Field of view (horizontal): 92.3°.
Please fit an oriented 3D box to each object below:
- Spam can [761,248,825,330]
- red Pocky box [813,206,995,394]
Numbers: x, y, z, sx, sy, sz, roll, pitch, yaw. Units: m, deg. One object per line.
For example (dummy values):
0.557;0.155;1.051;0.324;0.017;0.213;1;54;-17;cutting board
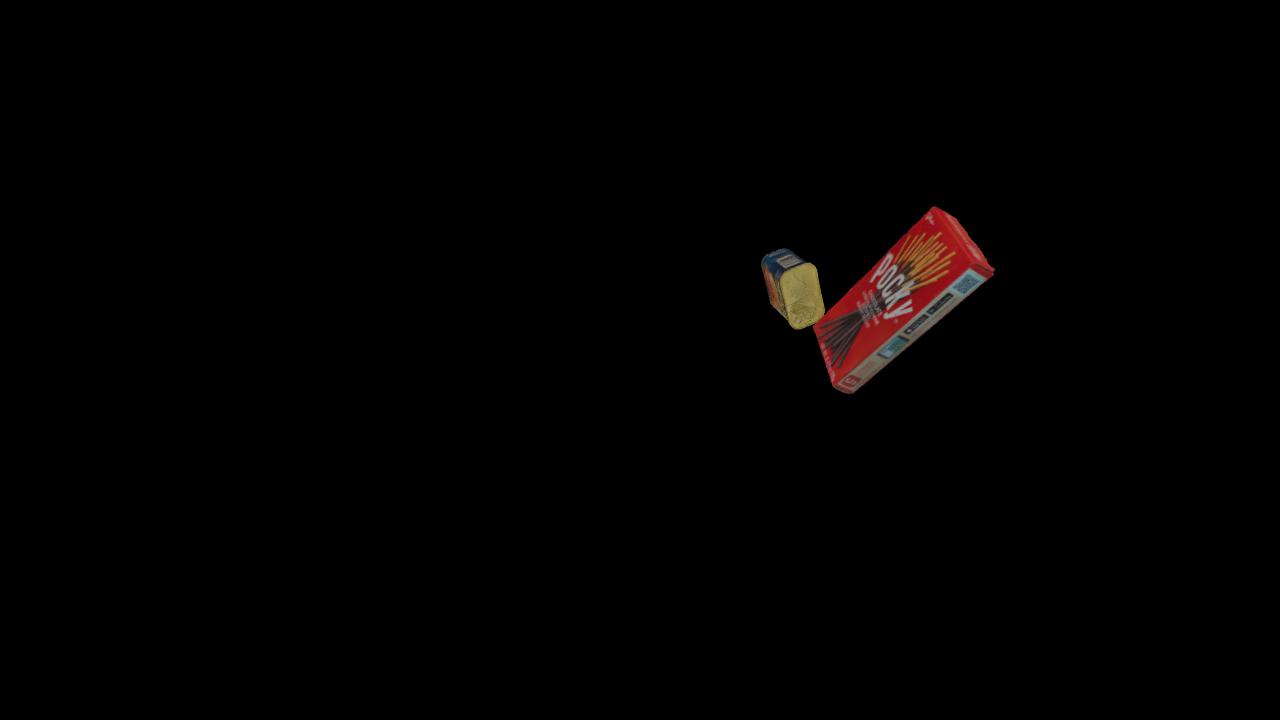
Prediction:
0.229;-0.110;0.929;0.058;0.101;0.085;-21;30;-1;Spam can
0.215;-0.048;0.526;0.028;0.083;0.155;22;-51;-20;red Pocky box
